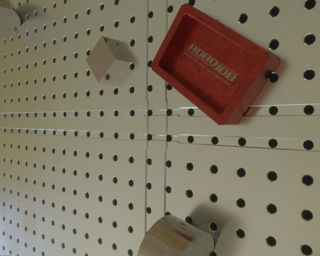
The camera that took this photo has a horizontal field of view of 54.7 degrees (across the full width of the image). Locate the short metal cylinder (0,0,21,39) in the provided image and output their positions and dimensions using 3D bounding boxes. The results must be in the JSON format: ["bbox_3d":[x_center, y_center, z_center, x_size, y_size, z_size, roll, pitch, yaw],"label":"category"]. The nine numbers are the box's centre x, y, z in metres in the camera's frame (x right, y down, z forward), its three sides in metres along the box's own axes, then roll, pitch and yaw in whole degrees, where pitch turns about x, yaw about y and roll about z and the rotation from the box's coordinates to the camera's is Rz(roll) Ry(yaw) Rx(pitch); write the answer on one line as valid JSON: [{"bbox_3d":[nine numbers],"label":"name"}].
[{"bbox_3d":[-0.348,-0.239,0.661,0.080,0.081,0.050,-46,63,30],"label":"short metal cylinder"}]

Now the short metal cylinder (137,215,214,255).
[{"bbox_3d":[0.019,0.148,0.358,0.050,0.081,0.079,16,101,39],"label":"short metal cylinder"}]

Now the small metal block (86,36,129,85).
[{"bbox_3d":[-0.082,-0.104,0.478,0.050,0.025,0.050,-45,63,30],"label":"small metal block"}]

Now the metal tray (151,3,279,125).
[{"bbox_3d":[0.056,-0.075,0.359,0.130,0.030,0.089,44,116,31],"label":"metal tray"}]
